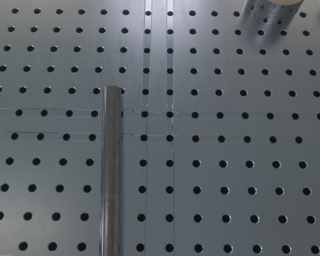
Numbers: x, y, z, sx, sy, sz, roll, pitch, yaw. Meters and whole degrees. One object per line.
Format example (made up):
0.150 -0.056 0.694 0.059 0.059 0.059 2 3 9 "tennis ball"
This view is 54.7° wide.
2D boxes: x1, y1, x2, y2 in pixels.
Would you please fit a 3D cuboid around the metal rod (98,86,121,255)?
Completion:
-0.061 0.087 0.379 0.025 0.025 0.299 -2 70 -1 "metal rod"

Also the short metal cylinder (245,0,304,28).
0.177 -0.202 0.474 0.081 0.050 0.080 0 70 0 "short metal cylinder"
